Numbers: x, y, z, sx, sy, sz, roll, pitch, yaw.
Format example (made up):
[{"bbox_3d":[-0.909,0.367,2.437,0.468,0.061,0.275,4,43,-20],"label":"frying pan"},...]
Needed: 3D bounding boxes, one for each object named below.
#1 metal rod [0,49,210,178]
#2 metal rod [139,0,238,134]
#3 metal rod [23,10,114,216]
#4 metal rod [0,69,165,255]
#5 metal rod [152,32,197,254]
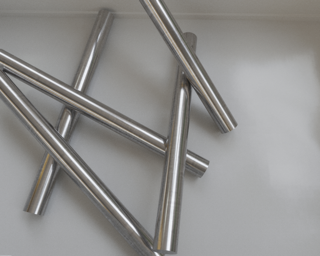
[{"bbox_3d":[-0.076,-0.019,0.394,0.301,0.025,0.025,28,72,1],"label":"metal rod"},{"bbox_3d":[0.011,-0.122,0.383,0.025,0.025,0.299,-36,101,-12],"label":"metal rod"},{"bbox_3d":[-0.117,-0.034,0.421,0.025,0.025,0.299,13,70,4],"label":"metal rod"},{"bbox_3d":[-0.105,0.043,0.370,0.025,0.025,0.300,-42,84,-14],"label":"metal rod"},{"bbox_3d":[0.024,-0.005,0.383,0.025,0.025,0.300,7,60,2],"label":"metal rod"}]
